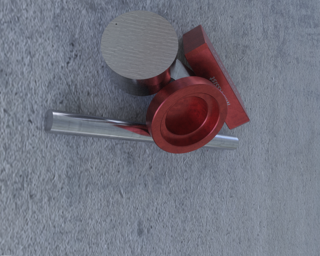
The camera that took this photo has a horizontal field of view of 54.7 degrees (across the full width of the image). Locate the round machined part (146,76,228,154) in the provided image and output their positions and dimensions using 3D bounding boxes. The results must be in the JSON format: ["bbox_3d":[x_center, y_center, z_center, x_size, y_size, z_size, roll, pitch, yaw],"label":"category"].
[{"bbox_3d":[0.029,-0.019,0.379,0.099,0.042,0.097,-13,129,-16],"label":"round machined part"}]

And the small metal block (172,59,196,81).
[{"bbox_3d":[0.018,-0.062,0.403,0.050,0.050,0.025,30,72,-36],"label":"small metal block"}]

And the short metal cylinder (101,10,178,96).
[{"bbox_3d":[-0.021,-0.081,0.346,0.081,0.050,0.080,0,76,-1],"label":"short metal cylinder"}]

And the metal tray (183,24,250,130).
[{"bbox_3d":[0.078,-0.071,0.435,0.130,0.030,0.090,53,21,-27],"label":"metal tray"}]

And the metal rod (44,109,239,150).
[{"bbox_3d":[0.003,0.009,0.408,0.302,0.025,0.025,8,85,-40],"label":"metal rod"}]
